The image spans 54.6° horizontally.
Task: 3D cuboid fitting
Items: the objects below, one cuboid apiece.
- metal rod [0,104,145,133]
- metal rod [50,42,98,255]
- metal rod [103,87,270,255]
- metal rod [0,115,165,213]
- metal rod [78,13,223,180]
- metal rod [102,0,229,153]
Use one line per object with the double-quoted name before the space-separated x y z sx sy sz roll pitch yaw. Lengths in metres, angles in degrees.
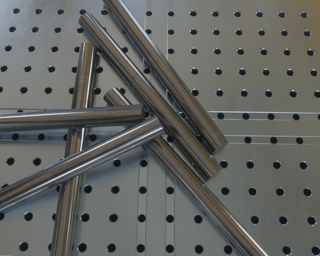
"metal rod" -0.170 -0.008 0.394 0.301 0.025 0.025 -3 70 6
"metal rod" -0.109 0.022 0.403 0.025 0.025 0.299 2 70 1
"metal rod" 0.030 0.060 0.390 0.025 0.025 0.300 -39 75 -13
"metal rod" -0.135 0.061 0.365 0.301 0.025 0.025 -26 72 0
"metal rod" -0.021 -0.053 0.431 0.025 0.025 0.300 -36 74 -12
"metal rod" -0.002 -0.093 0.445 0.025 0.025 0.299 -31 73 -11
